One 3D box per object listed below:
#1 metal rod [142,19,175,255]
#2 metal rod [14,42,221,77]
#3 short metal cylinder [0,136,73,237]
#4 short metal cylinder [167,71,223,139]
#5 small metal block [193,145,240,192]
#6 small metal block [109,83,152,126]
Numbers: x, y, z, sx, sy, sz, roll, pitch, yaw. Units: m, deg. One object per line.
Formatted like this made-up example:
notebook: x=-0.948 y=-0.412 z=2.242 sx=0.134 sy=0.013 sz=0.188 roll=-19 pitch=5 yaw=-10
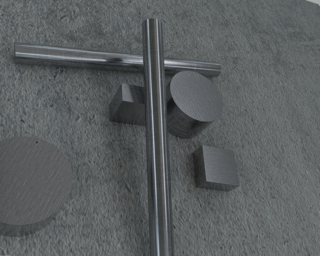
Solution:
metal rod: x=-0.003 y=0.018 z=0.343 sx=0.025 sy=0.025 sz=0.299 roll=4 pitch=75 yaw=-26
metal rod: x=-0.039 y=-0.092 z=0.438 sx=0.303 sy=0.025 sz=0.025 roll=-2 pitch=63 yaw=-29
short metal cylinder: x=-0.127 y=0.054 z=0.286 sx=0.081 sy=0.050 sz=0.080 roll=14 pitch=56 yaw=-21
short metal cylinder: x=0.039 y=-0.032 z=0.428 sx=0.081 sy=0.050 sz=0.080 roll=14 pitch=56 yaw=-21
small metal block: x=0.074 y=0.054 z=0.410 sx=0.050 sy=0.025 sz=0.050 roll=12 pitch=57 yaw=-22
small metal block: x=-0.031 y=-0.027 z=0.387 sx=0.050 sy=0.050 sz=0.025 roll=8 pitch=59 yaw=-24
